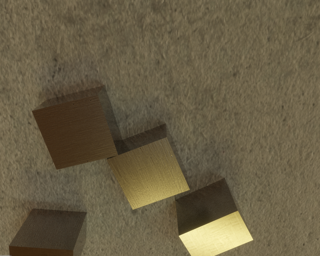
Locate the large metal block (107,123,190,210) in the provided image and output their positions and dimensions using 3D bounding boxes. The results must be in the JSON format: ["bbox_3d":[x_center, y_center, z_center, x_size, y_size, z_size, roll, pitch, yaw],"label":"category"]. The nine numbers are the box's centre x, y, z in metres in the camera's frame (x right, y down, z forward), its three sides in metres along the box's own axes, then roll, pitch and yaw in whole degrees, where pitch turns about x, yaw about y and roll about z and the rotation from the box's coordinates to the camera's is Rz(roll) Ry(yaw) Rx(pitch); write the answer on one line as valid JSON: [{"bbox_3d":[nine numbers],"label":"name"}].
[{"bbox_3d":[-0.014,0.051,0.415,0.080,0.050,0.080,-21,109,7],"label":"large metal block"}]

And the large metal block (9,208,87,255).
[{"bbox_3d":[-0.153,0.161,0.438,0.081,0.080,0.050,5,110,-2],"label":"large metal block"}]

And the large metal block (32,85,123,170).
[{"bbox_3d":[-0.101,-0.002,0.394,0.080,0.050,0.080,-14,110,4],"label":"large metal block"}]

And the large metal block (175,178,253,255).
[{"bbox_3d":[0.071,0.125,0.428,0.080,0.080,0.050,-26,108,9],"label":"large metal block"}]
